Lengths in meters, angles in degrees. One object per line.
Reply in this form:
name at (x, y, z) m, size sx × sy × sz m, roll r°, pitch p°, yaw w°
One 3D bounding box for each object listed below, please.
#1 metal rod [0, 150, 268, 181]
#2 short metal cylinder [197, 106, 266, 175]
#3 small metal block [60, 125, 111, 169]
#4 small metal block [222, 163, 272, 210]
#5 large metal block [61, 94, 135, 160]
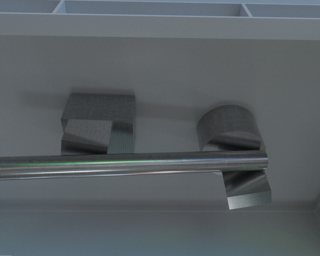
metal rod at (-0.024, 0.041, 0.349) m, size 0.302 × 0.025 × 0.025 m, roll -1°, pitch 131°, yaw -10°
short metal cylinder at (0.091, 0.018, 0.407) m, size 0.081 × 0.050 × 0.079 m, roll 0°, pitch 130°, yaw 0°
small metal block at (-0.088, 0.028, 0.363) m, size 0.050 × 0.025 × 0.050 m, roll 10°, pitch 129°, yaw -9°
small metal block at (0.106, 0.069, 0.384) m, size 0.050 × 0.050 × 0.025 m, roll -11°, pitch 129°, yaw 9°
large metal block at (-0.073, 0.005, 0.392) m, size 0.081 × 0.050 × 0.079 m, roll 2°, pitch 130°, yaw -2°
